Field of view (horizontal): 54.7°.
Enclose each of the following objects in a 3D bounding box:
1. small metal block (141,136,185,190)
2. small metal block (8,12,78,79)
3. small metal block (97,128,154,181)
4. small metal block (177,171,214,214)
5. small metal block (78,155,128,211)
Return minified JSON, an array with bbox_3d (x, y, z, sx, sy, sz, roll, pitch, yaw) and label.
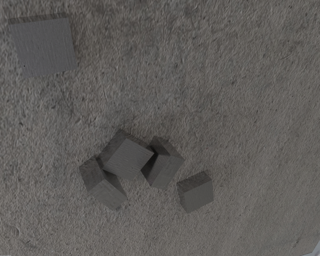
[{"bbox_3d":[0.000,0.046,0.419,0.025,0.050,0.050,22,107,-36],"label":"small metal block"},{"bbox_3d":[-0.111,-0.080,0.297,0.050,0.025,0.050,-15,125,-20],"label":"small metal block"},{"bbox_3d":[-0.045,0.036,0.404,0.050,0.025,0.050,33,100,-38],"label":"small metal block"},{"bbox_3d":[0.058,0.104,0.503,0.050,0.025,0.050,-22,127,-15],"label":"small metal block"},{"bbox_3d":[-0.072,0.070,0.394,0.025,0.050,0.050,-39,129,-1],"label":"small metal block"}]
